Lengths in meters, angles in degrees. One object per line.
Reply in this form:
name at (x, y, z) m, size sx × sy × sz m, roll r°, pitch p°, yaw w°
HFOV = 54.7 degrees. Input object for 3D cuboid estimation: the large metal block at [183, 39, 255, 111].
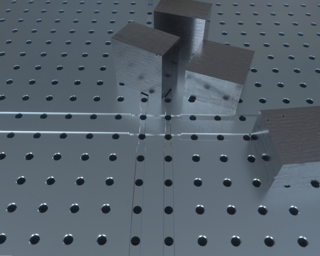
large metal block at (0.088, -0.081, 0.460) m, size 0.080 × 0.050 × 0.080 m, roll 17°, pitch 52°, yaw 13°

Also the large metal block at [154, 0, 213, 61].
large metal block at (0.036, -0.161, 0.508) m, size 0.080 × 0.080 × 0.050 m, roll 14°, pitch 52°, yaw 11°

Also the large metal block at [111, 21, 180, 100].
large metal block at (-0.020, -0.099, 0.454) m, size 0.080 × 0.080 × 0.050 m, roll 24°, pitch 54°, yaw 18°

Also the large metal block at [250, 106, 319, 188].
large metal block at (0.166, 0.021, 0.376) m, size 0.081 × 0.050 × 0.080 m, roll -4°, pitch 50°, yaw -4°
